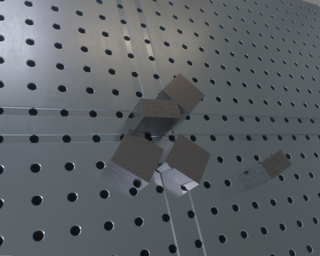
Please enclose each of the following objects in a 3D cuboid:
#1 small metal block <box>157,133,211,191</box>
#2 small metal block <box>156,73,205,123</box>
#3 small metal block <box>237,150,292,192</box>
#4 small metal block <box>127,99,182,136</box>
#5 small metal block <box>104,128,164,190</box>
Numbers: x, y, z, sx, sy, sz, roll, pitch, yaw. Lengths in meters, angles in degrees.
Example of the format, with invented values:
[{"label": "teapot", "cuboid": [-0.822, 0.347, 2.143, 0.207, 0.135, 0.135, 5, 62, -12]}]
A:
[{"label": "small metal block", "cuboid": [0.031, 0.043, 0.398, 0.050, 0.025, 0.050, 34, 51, -6]}, {"label": "small metal block", "cuboid": [0.030, -0.044, 0.451, 0.050, 0.025, 0.050, 42, 51, 0]}, {"label": "small metal block", "cuboid": [0.146, 0.060, 0.433, 0.050, 0.050, 0.025, -22, 74, -36]}, {"label": "small metal block", "cuboid": [-0.009, -0.012, 0.394, 0.050, 0.050, 0.025, 1, 62, -28]}, {"label": "small metal block", "cuboid": [-0.030, 0.037, 0.369, 0.050, 0.025, 0.050, 32, 52, -8]}]
